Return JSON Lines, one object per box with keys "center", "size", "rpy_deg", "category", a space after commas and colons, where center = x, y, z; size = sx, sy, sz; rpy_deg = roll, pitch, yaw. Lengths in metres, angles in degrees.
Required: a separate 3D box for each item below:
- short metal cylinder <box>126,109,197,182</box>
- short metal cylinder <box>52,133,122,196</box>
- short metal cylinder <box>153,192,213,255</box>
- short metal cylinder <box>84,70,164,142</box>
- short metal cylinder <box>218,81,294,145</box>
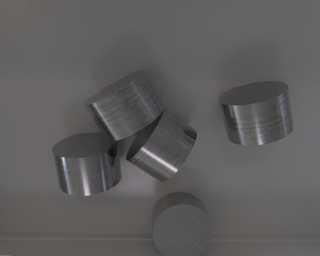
{"center": [0.001, 0.020, 0.389], "size": [0.050, 0.080, 0.080], "rpy_deg": [35, 106, -12], "category": "short metal cylinder"}
{"center": [-0.092, 0.044, 0.397], "size": [0.080, 0.080, 0.050], "rpy_deg": [-3, 110, 1], "category": "short metal cylinder"}
{"center": [0.030, 0.138, 0.439], "size": [0.081, 0.050, 0.079], "rpy_deg": [0, 96, -2], "category": "short metal cylinder"}
{"center": [-0.042, -0.027, 0.371], "size": [0.080, 0.080, 0.050], "rpy_deg": [-27, 108, 9], "category": "short metal cylinder"}
{"center": [0.116, -0.020, 0.376], "size": [0.080, 0.080, 0.050], "rpy_deg": [-15, 110, 5], "category": "short metal cylinder"}
